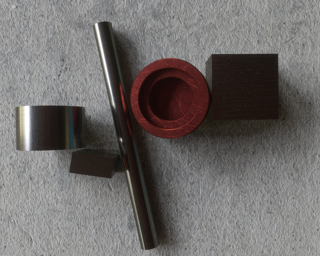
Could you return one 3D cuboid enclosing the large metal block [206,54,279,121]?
[{"bbox_3d":[0.103,-0.050,0.399,0.081,0.050,0.079,-1,90,-1],"label":"large metal block"}]

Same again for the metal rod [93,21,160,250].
[{"bbox_3d":[-0.044,0.010,0.409,0.025,0.025,0.298,-12,90,0],"label":"metal rod"}]

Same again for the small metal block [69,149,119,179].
[{"bbox_3d":[-0.082,0.045,0.396,0.050,0.050,0.025,8,90,-1],"label":"small metal block"}]

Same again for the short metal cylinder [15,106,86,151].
[{"bbox_3d":[-0.133,0.000,0.381,0.081,0.080,0.050,-1,90,-1],"label":"short metal cylinder"}]

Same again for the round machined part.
[{"bbox_3d":[0.016,-0.037,0.394,0.098,0.042,0.097,1,92,14],"label":"round machined part"}]
